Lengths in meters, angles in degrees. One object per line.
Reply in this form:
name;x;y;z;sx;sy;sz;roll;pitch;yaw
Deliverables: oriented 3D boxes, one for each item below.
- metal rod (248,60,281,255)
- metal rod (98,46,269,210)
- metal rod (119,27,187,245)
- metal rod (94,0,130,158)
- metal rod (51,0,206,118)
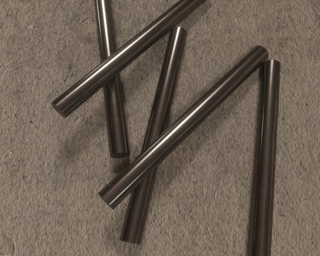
metal rod;0.133;0.048;0.392;0.025;0.025;0.299;10;70;3
metal rod;0.043;-0.014;0.395;0.025;0.025;0.301;42;68;13
metal rod;-0.003;-0.005;0.409;0.025;0.025;0.299;12;70;4
metal rod;-0.074;-0.104;0.445;0.025;0.025;0.299;-8;70;-3
metal rod;-0.025;-0.120;0.432;0.025;0.025;0.301;39;67;13
